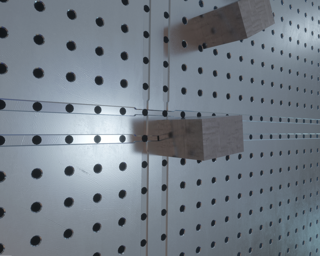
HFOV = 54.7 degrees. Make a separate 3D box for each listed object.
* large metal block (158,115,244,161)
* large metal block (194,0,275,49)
[{"bbox_3d":[0.056,0.010,0.422,0.081,0.080,0.050,-6,94,-40],"label":"large metal block"},{"bbox_3d":[0.113,-0.163,0.470,0.081,0.080,0.050,-34,111,-35],"label":"large metal block"}]
